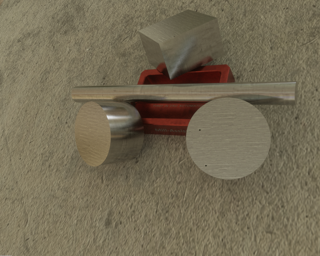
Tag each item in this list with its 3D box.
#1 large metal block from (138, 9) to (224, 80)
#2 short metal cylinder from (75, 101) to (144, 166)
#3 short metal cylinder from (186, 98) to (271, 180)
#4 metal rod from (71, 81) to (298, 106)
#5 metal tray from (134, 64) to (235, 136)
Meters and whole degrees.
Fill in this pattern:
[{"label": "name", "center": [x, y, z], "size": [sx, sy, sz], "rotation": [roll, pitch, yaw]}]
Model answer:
[{"label": "large metal block", "center": [0.027, -0.116, 0.418], "size": [0.080, 0.050, 0.080], "rotation": [-26, 34, -9]}, {"label": "short metal cylinder", "center": [-0.066, 0.006, 0.396], "size": [0.080, 0.050, 0.079], "rotation": [4, 96, 45]}, {"label": "short metal cylinder", "center": [0.069, 0.012, 0.325], "size": [0.080, 0.050, 0.080], "rotation": [-1, 84, 9]}, {"label": "metal rod", "center": [0.008, -0.043, 0.389], "size": [0.300, 0.025, 0.025], "rotation": [3, 63, 29]}, {"label": "metal tray", "center": [0.026, -0.036, 0.411], "size": [0.130, 0.030, 0.090], "rotation": [2, 63, 29]}]
